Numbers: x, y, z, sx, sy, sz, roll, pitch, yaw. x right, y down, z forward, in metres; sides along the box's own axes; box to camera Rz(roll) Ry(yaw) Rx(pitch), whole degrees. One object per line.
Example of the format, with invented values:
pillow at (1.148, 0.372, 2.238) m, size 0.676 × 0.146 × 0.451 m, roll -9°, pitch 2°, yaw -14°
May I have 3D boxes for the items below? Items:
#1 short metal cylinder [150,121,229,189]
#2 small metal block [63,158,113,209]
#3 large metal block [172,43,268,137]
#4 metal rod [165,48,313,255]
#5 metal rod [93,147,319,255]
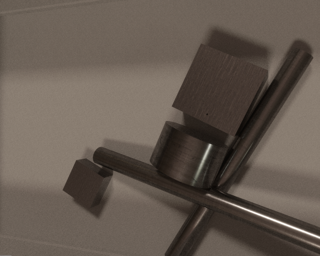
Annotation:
short metal cylinder at (0.034, 0.030, 0.369) m, size 0.080 × 0.080 × 0.050 m, roll 25°, pitch 98°, yaw 18°
small metal block at (-0.104, 0.079, 0.446) m, size 0.050 × 0.025 × 0.050 m, roll 29°, pitch 99°, yaw 17°
large metal block at (0.073, -0.044, 0.371) m, size 0.080 × 0.050 × 0.080 m, roll 27°, pitch 99°, yaw 17°
metal rod at (0.090, 0.043, 0.378) m, size 0.025 × 0.025 × 0.299 m, roll 33°, pitch 100°, yaw 16°
metal rod at (0.041, 0.077, 0.370) m, size 0.300 × 0.025 × 0.025 m, roll 17°, pitch 96°, yaw 28°
